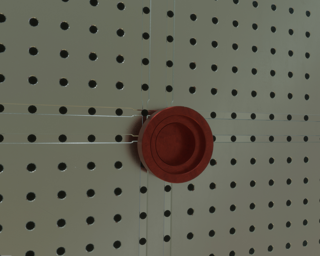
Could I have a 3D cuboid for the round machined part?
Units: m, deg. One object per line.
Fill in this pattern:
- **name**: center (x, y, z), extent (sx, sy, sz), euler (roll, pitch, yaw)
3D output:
- **round machined part**: center (0.017, 0.021, 0.410), extent (0.099, 0.042, 0.097), euler (0, 90, -20)
